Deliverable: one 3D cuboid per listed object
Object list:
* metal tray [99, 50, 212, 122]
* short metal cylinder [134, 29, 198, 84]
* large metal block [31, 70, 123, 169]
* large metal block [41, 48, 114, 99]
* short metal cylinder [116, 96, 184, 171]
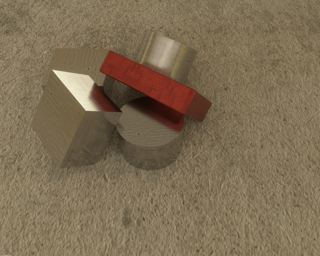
[{"bbox_3d":[-0.004,-0.054,0.409,0.130,0.090,0.030,29,96,22],"label":"metal tray"},{"bbox_3d":[0.008,-0.103,0.450,0.080,0.050,0.080,22,14,-5],"label":"short metal cylinder"},{"bbox_3d":[-0.102,-0.011,0.368,0.050,0.080,0.080,0,38,-50],"label":"large metal block"},{"bbox_3d":[-0.112,-0.069,0.443,0.080,0.050,0.080,1,50,0],"label":"large metal block"},{"bbox_3d":[-0.012,0.006,0.384,0.081,0.050,0.080,0,50,0],"label":"short metal cylinder"}]
